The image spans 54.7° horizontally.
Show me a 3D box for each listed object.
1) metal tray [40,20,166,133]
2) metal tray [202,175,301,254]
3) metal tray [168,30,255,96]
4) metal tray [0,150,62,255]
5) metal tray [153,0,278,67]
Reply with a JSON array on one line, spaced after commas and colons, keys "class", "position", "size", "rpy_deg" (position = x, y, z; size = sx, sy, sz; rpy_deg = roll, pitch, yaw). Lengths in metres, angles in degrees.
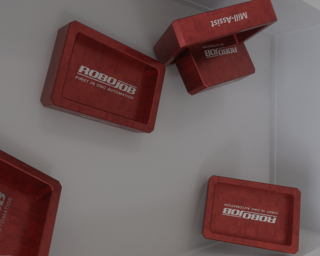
[{"class": "metal tray", "position": [-0.058, -0.051, 0.354], "size": [0.131, 0.030, 0.090], "rpy_deg": [18, 79, -39]}, {"class": "metal tray", "position": [0.132, 0.124, 0.452], "size": [0.030, 0.131, 0.090], "rpy_deg": [76, 23, -73]}, {"class": "metal tray", "position": [0.074, -0.103, 0.433], "size": [0.131, 0.030, 0.090], "rpy_deg": [-21, 88, -42]}, {"class": "metal tray", "position": [-0.132, 0.082, 0.243], "size": [0.090, 0.030, 0.130], "rpy_deg": [40, 28, -34]}, {"class": "metal tray", "position": [0.065, -0.117, 0.387], "size": [0.131, 0.090, 0.030], "rpy_deg": [-20, 91, -17]}]
